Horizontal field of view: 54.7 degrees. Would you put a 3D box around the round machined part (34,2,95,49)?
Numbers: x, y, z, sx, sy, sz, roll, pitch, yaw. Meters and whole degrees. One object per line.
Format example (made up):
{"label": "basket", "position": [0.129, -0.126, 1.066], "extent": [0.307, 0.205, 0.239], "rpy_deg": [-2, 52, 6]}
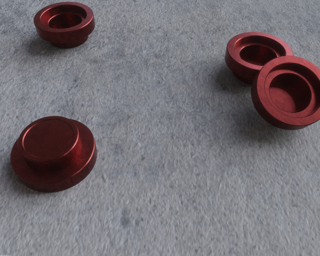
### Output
{"label": "round machined part", "position": [-0.162, -0.175, 0.537], "extent": [0.099, 0.042, 0.098], "rpy_deg": [0, 50, 0]}

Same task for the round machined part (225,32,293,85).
{"label": "round machined part", "position": [0.150, -0.104, 0.481], "extent": [0.099, 0.042, 0.098], "rpy_deg": [0, 50, 0]}

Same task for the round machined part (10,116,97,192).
{"label": "round machined part", "position": [-0.128, 0.024, 0.371], "extent": [0.099, 0.042, 0.098], "rpy_deg": [0, 50, 0]}

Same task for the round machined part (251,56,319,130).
{"label": "round machined part", "position": [0.170, -0.043, 0.416], "extent": [0.099, 0.042, 0.098], "rpy_deg": [1, 74, -4]}
